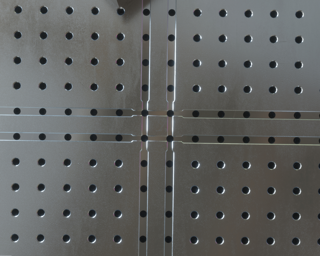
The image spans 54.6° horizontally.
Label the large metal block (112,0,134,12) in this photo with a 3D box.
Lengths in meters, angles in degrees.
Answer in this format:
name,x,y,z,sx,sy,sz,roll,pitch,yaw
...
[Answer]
name,x,y,z,sx,sy,sz,roll,pitch,yaw
large metal block,-0.049,-0.216,0.400,0.080,0.050,0.080,-40,90,0
